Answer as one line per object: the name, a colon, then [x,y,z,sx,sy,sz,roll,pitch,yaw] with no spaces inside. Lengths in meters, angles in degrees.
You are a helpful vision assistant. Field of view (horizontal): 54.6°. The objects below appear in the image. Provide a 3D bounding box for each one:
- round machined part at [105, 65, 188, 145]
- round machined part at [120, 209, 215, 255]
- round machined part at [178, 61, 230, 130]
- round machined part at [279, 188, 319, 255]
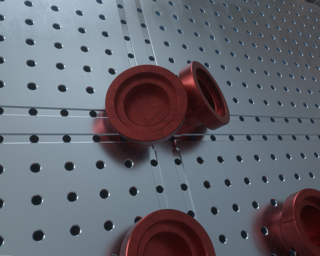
round machined part: [-0.016,-0.026,0.387,0.099,0.042,0.098,0,74,1]
round machined part: [0.005,0.137,0.316,0.099,0.042,0.098,13,56,-21]
round machined part: [0.054,-0.041,0.434,0.098,0.042,0.098,41,34,-35]
round machined part: [0.205,0.136,0.424,0.099,0.042,0.098,13,56,-21]
